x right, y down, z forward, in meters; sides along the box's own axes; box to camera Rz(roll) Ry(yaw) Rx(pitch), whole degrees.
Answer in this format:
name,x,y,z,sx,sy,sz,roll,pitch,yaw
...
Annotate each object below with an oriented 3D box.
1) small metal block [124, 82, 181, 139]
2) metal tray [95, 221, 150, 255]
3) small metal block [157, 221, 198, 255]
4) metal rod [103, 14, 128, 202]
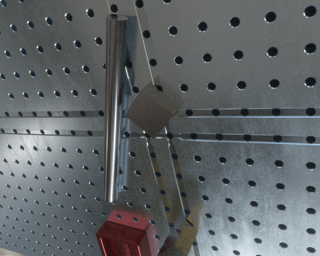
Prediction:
name,x,y,z,sx,sy,sz,roll,pitch,yaw
small metal block,-0.010,-0.022,0.402,0.050,0.025,0.050,39,129,1
metal tray,-0.064,0.244,0.590,0.090,0.030,0.129,6,121,25
small metal block,0.028,0.184,0.492,0.025,0.050,0.050,42,129,-1
metal rod,-0.066,-0.006,0.440,0.025,0.025,0.298,19,126,16
